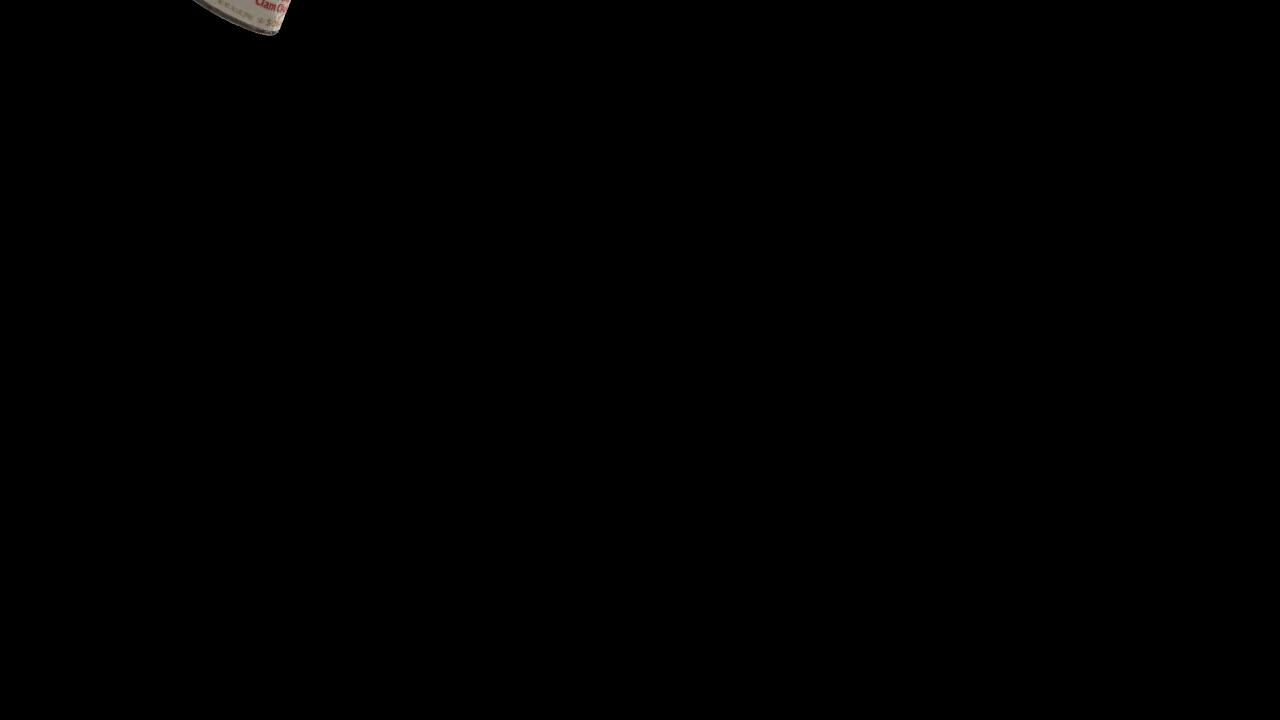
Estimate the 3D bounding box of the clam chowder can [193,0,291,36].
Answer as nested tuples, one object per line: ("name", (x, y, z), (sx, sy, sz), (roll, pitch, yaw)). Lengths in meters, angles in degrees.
("clam chowder can", (-0.276, -0.298, 0.438), (0.068, 0.102, 0.068), (33, 23, -16))
